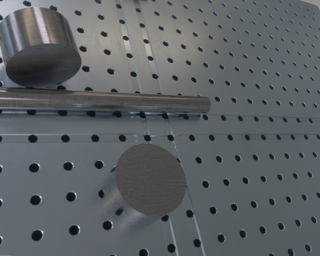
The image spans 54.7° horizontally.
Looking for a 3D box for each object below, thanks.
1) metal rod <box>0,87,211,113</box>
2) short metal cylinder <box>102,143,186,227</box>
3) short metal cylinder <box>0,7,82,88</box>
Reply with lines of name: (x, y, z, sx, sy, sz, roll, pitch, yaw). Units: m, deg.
metal rod: (-0.064, -0.033, 0.394, 0.303, 0.025, 0.025, -1, 62, -29)
short metal cylinder: (-0.018, 0.064, 0.343, 0.081, 0.050, 0.080, 14, 56, -21)
short metal cylinder: (-0.137, -0.089, 0.354, 0.081, 0.080, 0.050, -9, 67, -32)
